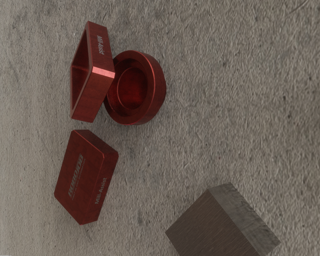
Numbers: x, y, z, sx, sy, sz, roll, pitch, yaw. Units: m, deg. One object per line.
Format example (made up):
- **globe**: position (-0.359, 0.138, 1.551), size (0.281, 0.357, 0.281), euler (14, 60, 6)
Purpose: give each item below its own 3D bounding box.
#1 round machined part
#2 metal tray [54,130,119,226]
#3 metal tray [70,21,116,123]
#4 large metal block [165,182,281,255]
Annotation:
- **round machined part**: position (-0.030, -0.052, 0.419), size (0.098, 0.042, 0.097), euler (0, 90, 40)
- **metal tray**: position (-0.123, 0.078, 0.503), size (0.090, 0.030, 0.129), euler (32, 110, 35)
- **metal tray**: position (-0.101, -0.082, 0.445), size (0.089, 0.030, 0.130), euler (-56, 34, 34)
- **large metal block**: position (0.065, 0.118, 0.335), size (0.080, 0.050, 0.080), euler (52, 120, 27)
